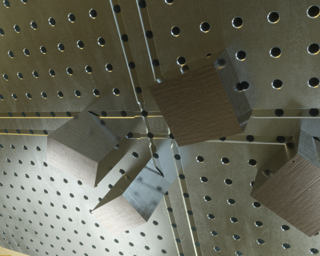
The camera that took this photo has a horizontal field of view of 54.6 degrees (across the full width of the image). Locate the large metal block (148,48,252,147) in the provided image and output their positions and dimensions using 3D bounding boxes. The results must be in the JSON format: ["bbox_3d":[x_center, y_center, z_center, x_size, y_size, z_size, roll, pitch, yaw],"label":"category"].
[{"bbox_3d":[0.047,-0.032,0.351,0.080,0.050,0.080,-15,111,34],"label":"large metal block"}]

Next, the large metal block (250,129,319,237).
[{"bbox_3d":[0.163,0.062,0.348,0.080,0.050,0.080,35,129,5],"label":"large metal block"}]

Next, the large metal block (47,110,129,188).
[{"bbox_3d":[-0.103,0.027,0.448,0.080,0.080,0.050,26,128,12],"label":"large metal block"}]

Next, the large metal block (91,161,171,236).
[{"bbox_3d":[-0.042,0.105,0.464,0.080,0.080,0.050,-35,99,38],"label":"large metal block"}]
